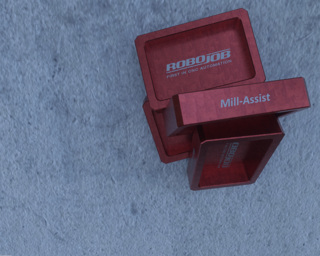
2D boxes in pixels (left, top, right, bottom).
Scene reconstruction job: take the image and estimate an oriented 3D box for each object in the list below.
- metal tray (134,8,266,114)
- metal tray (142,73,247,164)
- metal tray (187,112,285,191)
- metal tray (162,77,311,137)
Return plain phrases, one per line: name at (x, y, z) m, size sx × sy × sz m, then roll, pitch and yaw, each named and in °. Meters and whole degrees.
metal tray at (0.044, -0.075, 0.359) m, size 0.131 × 0.030 × 0.090 m, roll -14°, pitch 84°, yaw 5°
metal tray at (0.052, -0.014, 0.402) m, size 0.131 × 0.030 × 0.089 m, roll -16°, pitch 110°, yaw 5°
metal tray at (0.084, 0.033, 0.378) m, size 0.091 × 0.030 × 0.129 m, roll -6°, pitch 146°, yaw -5°
metal tray at (0.073, -0.019, 0.327) m, size 0.131 × 0.090 × 0.030 m, roll -9°, pitch 83°, yaw -7°
